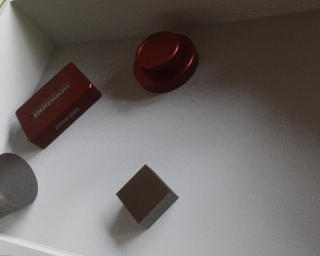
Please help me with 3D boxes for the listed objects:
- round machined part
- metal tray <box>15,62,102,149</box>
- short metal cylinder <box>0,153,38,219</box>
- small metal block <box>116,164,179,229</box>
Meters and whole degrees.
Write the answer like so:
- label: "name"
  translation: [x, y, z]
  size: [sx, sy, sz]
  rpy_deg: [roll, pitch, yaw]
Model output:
- label: "round machined part"
  translation: [0.003, -0.103, 0.455]
  size: [0.098, 0.042, 0.098]
  rpy_deg: [-13, 56, 20]
- label: "metal tray"
  translation: [-0.170, -0.040, 0.514]
  size: [0.130, 0.030, 0.090]
  rpy_deg: [-43, 51, -2]
- label: "short metal cylinder"
  translation: [-0.220, 0.081, 0.433]
  size: [0.050, 0.080, 0.080]
  rpy_deg: [-27, 53, 11]
- label: "small metal block"
  translation: [-0.015, 0.080, 0.364]
  size: [0.050, 0.025, 0.050]
  rpy_deg: [-45, 51, -4]
